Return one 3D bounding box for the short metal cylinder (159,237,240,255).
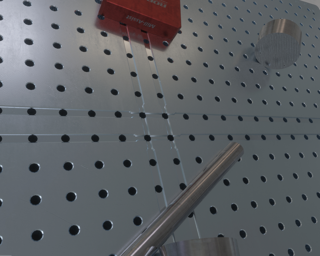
[{"bbox_3d":[0.041,0.143,0.308,0.081,0.080,0.050,8,58,-24],"label":"short metal cylinder"}]

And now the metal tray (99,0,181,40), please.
[{"bbox_3d":[-0.030,-0.207,0.515,0.131,0.030,0.090,13,56,-21],"label":"metal tray"}]

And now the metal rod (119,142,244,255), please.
[{"bbox_3d":[0.015,0.101,0.354,0.025,0.025,0.302,49,51,6],"label":"metal rod"}]

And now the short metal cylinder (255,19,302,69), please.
[{"bbox_3d":[0.227,-0.160,0.593,0.080,0.080,0.050,32,52,-8],"label":"short metal cylinder"}]
